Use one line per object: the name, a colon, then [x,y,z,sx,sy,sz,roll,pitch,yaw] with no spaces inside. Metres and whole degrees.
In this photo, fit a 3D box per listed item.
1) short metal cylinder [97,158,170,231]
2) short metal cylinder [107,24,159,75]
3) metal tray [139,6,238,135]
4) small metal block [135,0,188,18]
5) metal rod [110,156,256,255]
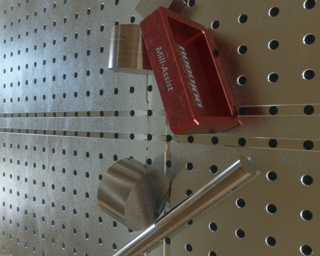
short metal cylinder: [-0.033,0.084,0.401,0.050,0.081,0.079,18,102,38]
short metal cylinder: [-0.024,-0.096,0.394,0.080,0.081,0.050,9,96,39]
metal tray: [0.034,-0.059,0.339,0.030,0.091,0.129,-26,74,37]
small metal block: [0.001,-0.162,0.409,0.050,0.025,0.050,52,120,27]
metal rod: [0.003,0.132,0.406,0.299,0.025,0.025,-45,63,30]
